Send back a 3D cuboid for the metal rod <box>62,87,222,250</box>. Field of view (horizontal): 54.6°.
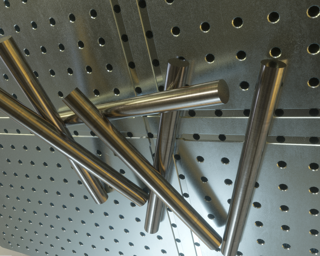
[{"bbox_3d":[-0.015,0.065,0.423,0.025,0.025,0.300,-30,110,38],"label":"metal rod"}]

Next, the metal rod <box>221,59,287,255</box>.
[{"bbox_3d":[0.109,0.061,0.391,0.025,0.025,0.298,15,125,20],"label":"metal rod"}]

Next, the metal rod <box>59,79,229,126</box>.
[{"bbox_3d":[-0.053,-0.024,0.402,0.300,0.025,0.025,-6,116,38],"label":"metal rod"}]

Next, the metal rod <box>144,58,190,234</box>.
[{"bbox_3d":[0.004,0.047,0.438,0.025,0.025,0.298,20,126,16],"label":"metal rod"}]

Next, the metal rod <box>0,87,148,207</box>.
[{"bbox_3d":[-0.131,0.026,0.438,0.301,0.025,0.025,41,132,-24],"label":"metal rod"}]

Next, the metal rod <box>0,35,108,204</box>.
[{"bbox_3d":[-0.147,0.009,0.459,0.025,0.025,0.299,0,130,28],"label":"metal rod"}]
